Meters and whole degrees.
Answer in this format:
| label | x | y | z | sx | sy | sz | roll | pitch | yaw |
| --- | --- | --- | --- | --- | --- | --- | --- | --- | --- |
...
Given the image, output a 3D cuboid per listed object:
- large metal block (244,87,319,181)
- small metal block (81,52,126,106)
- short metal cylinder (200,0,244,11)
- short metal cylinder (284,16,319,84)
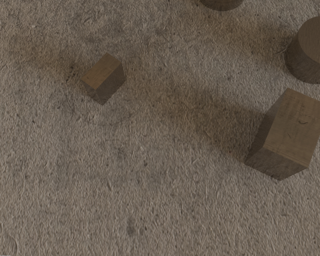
| label | x | y | z | sx | sy | sz | roll | pitch | yaw |
| --- | --- | --- | --- | --- | --- | --- | --- | --- | --- |
| large metal block | 0.150 | 0.011 | 0.376 | 0.050 | 0.080 | 0.080 | 26 | 72 | 9 |
| small metal block | -0.075 | -0.065 | 0.418 | 0.025 | 0.050 | 0.050 | 36 | 74 | 12 |
| short metal cylinder | 0.099 | -0.231 | 0.480 | 0.081 | 0.050 | 0.080 | 0 | 70 | 0 |
| short metal cylinder | 0.225 | -0.109 | 0.436 | 0.081 | 0.050 | 0.080 | 0 | 70 | 0 |
